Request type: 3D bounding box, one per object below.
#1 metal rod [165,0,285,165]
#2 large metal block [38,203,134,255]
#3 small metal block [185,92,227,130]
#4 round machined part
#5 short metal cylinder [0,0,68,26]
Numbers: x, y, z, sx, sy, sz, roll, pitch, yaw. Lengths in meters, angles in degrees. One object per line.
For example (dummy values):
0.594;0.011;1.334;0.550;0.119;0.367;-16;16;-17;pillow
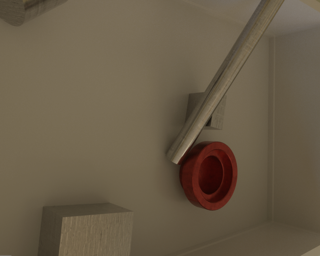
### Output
0.094;-0.082;0.401;0.025;0.025;0.299;23;103;-38;metal rod
-0.078;0.126;0.326;0.081;0.050;0.080;8;85;-40;large metal block
0.065;-0.024;0.448;0.025;0.050;0.050;15;80;-40;small metal block
0.067;0.068;0.454;0.099;0.042;0.097;0;90;-40;round machined part
-0.124;-0.137;0.267;0.050;0.080;0.080;-45;118;-31;short metal cylinder
